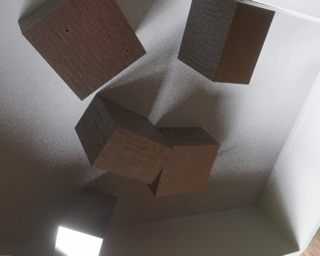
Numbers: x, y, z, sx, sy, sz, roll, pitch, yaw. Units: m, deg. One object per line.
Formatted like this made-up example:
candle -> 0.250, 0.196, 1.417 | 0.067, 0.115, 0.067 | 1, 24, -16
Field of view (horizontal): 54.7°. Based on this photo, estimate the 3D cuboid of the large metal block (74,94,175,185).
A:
large metal block -> -0.043, 0.013, 0.359 | 0.080, 0.080, 0.050 | 25, 104, -37

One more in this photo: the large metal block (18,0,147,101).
large metal block -> -0.073, -0.087, 0.299 | 0.080, 0.050, 0.080 | -38, 130, -3

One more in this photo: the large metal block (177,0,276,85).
large metal block -> 0.069, -0.102, 0.349 | 0.050, 0.080, 0.079 | 0, 119, -29

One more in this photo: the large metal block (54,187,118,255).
large metal block -> -0.095, 0.136, 0.397 | 0.050, 0.080, 0.079 | 17, 113, -2

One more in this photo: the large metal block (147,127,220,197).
large metal block -> 0.027, 0.046, 0.437 | 0.081, 0.050, 0.079 | 0, 119, -29
